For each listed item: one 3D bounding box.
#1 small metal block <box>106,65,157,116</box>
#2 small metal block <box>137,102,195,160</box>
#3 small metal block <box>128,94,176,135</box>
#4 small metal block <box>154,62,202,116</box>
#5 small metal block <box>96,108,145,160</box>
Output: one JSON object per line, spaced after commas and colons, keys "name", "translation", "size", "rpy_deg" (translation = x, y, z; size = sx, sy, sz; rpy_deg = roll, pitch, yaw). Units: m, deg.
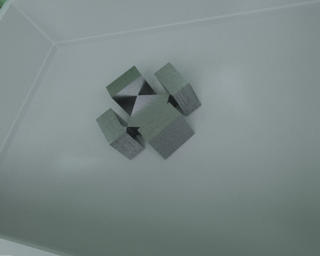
{"name": "small metal block", "translation": [-0.039, -0.052, 0.439], "size": [0.050, 0.050, 0.025], "rpy_deg": [-37, 50, 5]}
{"name": "small metal block", "translation": [0.009, 0.005, 0.379], "size": [0.050, 0.050, 0.025], "rpy_deg": [-42, 52, -1]}
{"name": "small metal block", "translation": [-0.010, -0.017, 0.419], "size": [0.050, 0.025, 0.050], "rpy_deg": [1, 62, 28]}
{"name": "small metal block", "translation": [0.024, -0.050, 0.405], "size": [0.025, 0.050, 0.050], "rpy_deg": [-38, 52, 2]}
{"name": "small metal block", "translation": [-0.052, 0.008, 0.410], "size": [0.025, 0.050, 0.050], "rpy_deg": [-39, 51, 3]}
